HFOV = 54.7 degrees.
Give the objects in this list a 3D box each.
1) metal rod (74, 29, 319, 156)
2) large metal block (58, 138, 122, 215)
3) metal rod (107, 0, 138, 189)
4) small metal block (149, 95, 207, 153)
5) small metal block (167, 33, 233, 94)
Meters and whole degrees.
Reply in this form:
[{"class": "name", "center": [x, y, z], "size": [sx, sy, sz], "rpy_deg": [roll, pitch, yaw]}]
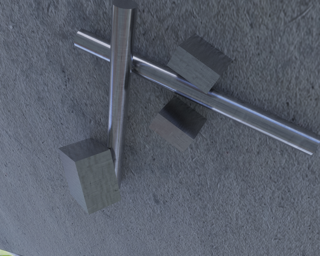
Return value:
[{"class": "metal rod", "center": [0.033, -0.047, 0.359], "size": [0.301, 0.025, 0.025], "rpy_deg": [26, 128, 11]}, {"class": "large metal block", "center": [-0.104, 0.067, 0.456], "size": [0.080, 0.050, 0.079], "rpy_deg": [17, 121, 55]}, {"class": "metal rod", "center": [-0.055, -0.014, 0.403], "size": [0.025, 0.025, 0.298], "rpy_deg": [24, 134, 13]}, {"class": "small metal block", "center": [0.023, -0.006, 0.374], "size": [0.050, 0.050, 0.025], "rpy_deg": [37, 129, 3]}, {"class": "small metal block", "center": [0.043, -0.069, 0.325], "size": [0.050, 0.050, 0.025], "rpy_deg": [37, 129, 3]}]
